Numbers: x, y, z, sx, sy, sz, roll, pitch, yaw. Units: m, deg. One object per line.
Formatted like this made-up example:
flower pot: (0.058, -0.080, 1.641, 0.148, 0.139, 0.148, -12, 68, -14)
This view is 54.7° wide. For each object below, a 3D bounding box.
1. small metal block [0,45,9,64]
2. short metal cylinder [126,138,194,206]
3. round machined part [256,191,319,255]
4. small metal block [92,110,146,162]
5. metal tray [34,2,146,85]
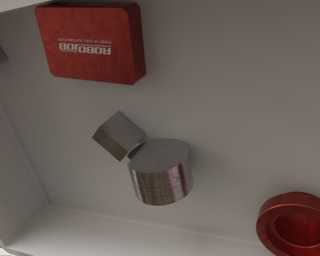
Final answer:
small metal block: (-0.265, -0.113, 0.459, 0.025, 0.050, 0.050, -16, 111, 34)
short metal cylinder: (0.001, 0.055, 0.406, 0.080, 0.080, 0.050, 3, 120, 26)
round machined part: (0.172, 0.118, 0.380, 0.098, 0.042, 0.097, 13, 124, 20)
small metal block: (-0.056, 0.010, 0.427, 0.050, 0.050, 0.025, 41, 129, 0)
metal tray: (-0.085, -0.106, 0.383, 0.130, 0.030, 0.089, 9, 123, 22)
